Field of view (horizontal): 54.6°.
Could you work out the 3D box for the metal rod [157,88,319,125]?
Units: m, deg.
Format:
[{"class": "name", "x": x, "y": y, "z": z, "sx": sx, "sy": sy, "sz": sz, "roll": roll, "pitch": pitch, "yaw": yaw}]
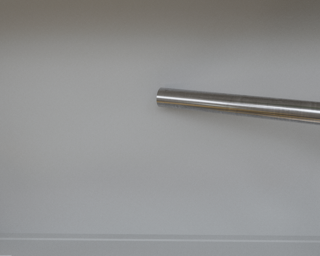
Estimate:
[{"class": "metal rod", "x": 0.139, "y": -0.020, "z": 0.343, "sx": 0.301, "sy": 0.025, "sz": 0.025, "roll": 8, "pitch": 112, "yaw": 22}]
